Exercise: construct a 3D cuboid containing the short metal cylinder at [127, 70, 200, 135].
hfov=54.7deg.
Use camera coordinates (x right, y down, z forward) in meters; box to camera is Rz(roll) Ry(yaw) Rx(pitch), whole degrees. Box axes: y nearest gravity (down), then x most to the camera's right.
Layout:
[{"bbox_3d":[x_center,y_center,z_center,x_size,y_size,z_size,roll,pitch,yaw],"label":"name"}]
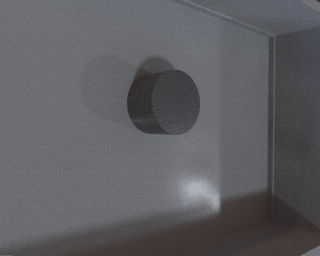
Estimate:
[{"bbox_3d":[0.005,-0.031,0.397,0.081,0.050,0.079,0,90,-40],"label":"short metal cylinder"}]
